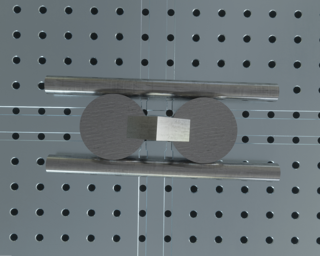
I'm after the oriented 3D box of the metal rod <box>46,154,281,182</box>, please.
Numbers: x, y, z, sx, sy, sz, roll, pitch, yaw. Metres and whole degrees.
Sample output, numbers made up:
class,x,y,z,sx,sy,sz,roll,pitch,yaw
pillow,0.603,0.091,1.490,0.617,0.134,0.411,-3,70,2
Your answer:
class,x,y,z,sx,sy,sz,roll,pitch,yaw
metal rod,0.005,0.053,0.410,0.302,0.025,0.025,2,90,0

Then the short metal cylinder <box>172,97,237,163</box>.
class,x,y,z,sx,sy,sz,roll,pitch,yaw
short metal cylinder,0.053,0.003,0.398,0.081,0.050,0.079,0,90,0

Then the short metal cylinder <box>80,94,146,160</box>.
class,x,y,z,sx,sy,sz,roll,pitch,yaw
short metal cylinder,-0.056,-0.002,0.397,0.081,0.050,0.079,0,90,0

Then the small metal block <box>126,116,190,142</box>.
class,x,y,z,sx,sy,sz,roll,pitch,yaw
small metal block,-0.002,0.001,0.351,0.050,0.050,0.025,4,89,-43

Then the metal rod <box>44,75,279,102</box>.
class,x,y,z,sx,sy,sz,roll,pitch,yaw
metal rod,0.003,-0.052,0.410,0.302,0.025,0.025,2,90,0
